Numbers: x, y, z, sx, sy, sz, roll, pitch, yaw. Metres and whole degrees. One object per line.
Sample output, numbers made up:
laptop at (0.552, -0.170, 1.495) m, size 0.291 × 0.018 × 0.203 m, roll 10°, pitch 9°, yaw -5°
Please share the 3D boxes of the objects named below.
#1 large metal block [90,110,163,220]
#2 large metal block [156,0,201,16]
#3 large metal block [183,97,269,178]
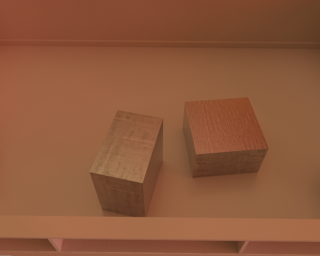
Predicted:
large metal block at (-0.030, 0.040, 0.335) m, size 0.050 × 0.080 × 0.080 m, roll 11°, pitch 51°, yaw 9°
large metal block at (0.035, -0.269, 0.598) m, size 0.081 × 0.080 × 0.050 m, roll -8°, pitch 51°, yaw -7°
large metal block at (0.075, 0.011, 0.380) m, size 0.081 × 0.050 × 0.080 m, roll -4°, pitch 50°, yaw -4°
